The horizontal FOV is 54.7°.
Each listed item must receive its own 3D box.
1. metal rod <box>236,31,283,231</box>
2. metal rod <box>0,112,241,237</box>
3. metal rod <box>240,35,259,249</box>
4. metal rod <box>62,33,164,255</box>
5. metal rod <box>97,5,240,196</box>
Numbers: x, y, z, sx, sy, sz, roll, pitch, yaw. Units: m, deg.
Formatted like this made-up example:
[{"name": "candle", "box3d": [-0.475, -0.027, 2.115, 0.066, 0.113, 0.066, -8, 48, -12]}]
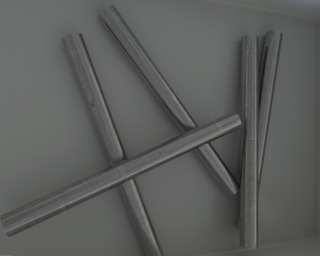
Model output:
[{"name": "metal rod", "box3d": [0.150, 0.003, 0.465, 0.025, 0.025, 0.298, 11, 86, -20]}, {"name": "metal rod", "box3d": [-0.030, 0.046, 0.371, 0.302, 0.025, 0.025, -23, 98, -19]}, {"name": "metal rod", "box3d": [0.128, 0.015, 0.443, 0.025, 0.025, 0.298, 4, 83, -20]}, {"name": "metal rod", "box3d": [-0.056, 0.031, 0.389, 0.025, 0.025, 0.298, -22, 98, -19]}, {"name": "metal rod", "box3d": [0.019, -0.028, 0.417, 0.025, 0.025, 0.299, -40, 103, -16]}]
